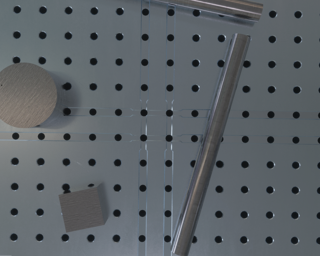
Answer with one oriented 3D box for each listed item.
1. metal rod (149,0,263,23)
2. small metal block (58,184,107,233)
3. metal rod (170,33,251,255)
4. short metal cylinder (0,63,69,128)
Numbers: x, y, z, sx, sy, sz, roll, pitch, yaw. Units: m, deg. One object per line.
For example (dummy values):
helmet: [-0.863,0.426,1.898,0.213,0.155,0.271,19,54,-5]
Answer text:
metal rod: [-0.015,-0.184,0.413,0.302,0.025,0.025,12,90,0]
small metal block: [-0.102,0.106,0.413,0.050,0.025,0.050,-12,90,0]
metal rod: [0.067,0.022,0.413,0.025,0.025,0.298,16,90,0]
short metal cylinder: [-0.165,-0.040,0.399,0.081,0.050,0.079,0,90,0]
